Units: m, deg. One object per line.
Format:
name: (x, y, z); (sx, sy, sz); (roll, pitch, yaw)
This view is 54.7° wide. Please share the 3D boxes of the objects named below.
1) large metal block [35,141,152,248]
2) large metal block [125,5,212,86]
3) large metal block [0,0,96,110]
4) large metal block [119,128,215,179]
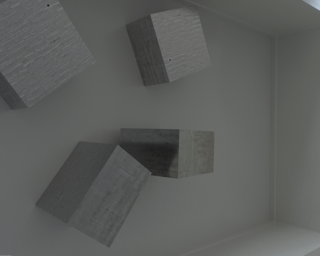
large metal block: (-0.068, 0.062, 0.314); (0.050, 0.080, 0.080); (45, 63, -31)
large metal block: (0.013, -0.106, 0.401); (0.081, 0.050, 0.080); (-27, 107, -37)
large metal block: (-0.122, -0.073, 0.288); (0.080, 0.050, 0.080); (-45, 117, -31)
large metal block: (0.010, 0.027, 0.368); (0.080, 0.080, 0.050); (4, 88, -54)
